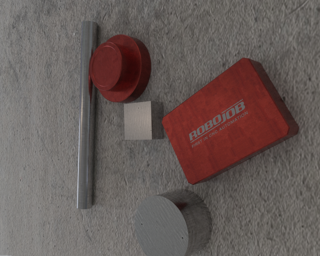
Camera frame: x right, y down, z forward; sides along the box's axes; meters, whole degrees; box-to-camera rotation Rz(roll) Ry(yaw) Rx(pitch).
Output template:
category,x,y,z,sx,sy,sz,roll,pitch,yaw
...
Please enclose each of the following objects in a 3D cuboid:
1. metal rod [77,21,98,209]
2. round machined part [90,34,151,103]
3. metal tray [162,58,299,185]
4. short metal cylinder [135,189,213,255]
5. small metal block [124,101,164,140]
category,x,y,z,sx,sy,sz,roll,pitch,yaw
metal rod,-0.118,-0.020,0.502,0.025,0.025,0.298,3,92,40
round machined part,-0.063,-0.086,0.446,0.098,0.042,0.097,0,90,40
metal tray,0.070,-0.003,0.344,0.130,0.030,0.090,-36,68,34
short metal cylinder,0.016,0.118,0.376,0.080,0.050,0.080,0,90,40
small metal block,-0.022,-0.009,0.423,0.050,0.025,0.050,-3,88,40
